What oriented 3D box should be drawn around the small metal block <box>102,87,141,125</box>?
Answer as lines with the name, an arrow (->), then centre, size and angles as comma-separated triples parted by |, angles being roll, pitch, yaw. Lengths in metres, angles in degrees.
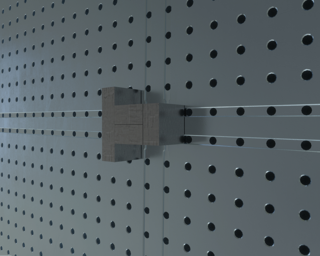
small metal block -> -0.053, -0.030, 0.434 | 0.025, 0.050, 0.050 | 0, 90, 40

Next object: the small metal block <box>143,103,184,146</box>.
small metal block -> 0.005, -0.004, 0.386 | 0.025, 0.050, 0.050 | 0, 90, 40

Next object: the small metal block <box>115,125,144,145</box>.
small metal block -> -0.024, 0.008, 0.410 | 0.050, 0.050, 0.025 | 0, 90, 39

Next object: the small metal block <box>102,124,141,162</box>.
small metal block -> -0.053, 0.020, 0.434 | 0.025, 0.050, 0.050 | 0, 90, 40

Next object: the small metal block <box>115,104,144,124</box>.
small metal block -> -0.024, -0.017, 0.410 | 0.050, 0.050, 0.025 | 0, 90, 39
